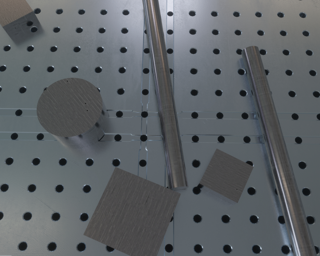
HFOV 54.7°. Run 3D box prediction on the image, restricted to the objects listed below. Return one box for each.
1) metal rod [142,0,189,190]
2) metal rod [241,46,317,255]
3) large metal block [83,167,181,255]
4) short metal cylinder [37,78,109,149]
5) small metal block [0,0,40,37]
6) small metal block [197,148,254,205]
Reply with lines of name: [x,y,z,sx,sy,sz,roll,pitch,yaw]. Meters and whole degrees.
metal rod: [0.004,-0.064,0.435,0.025,0.025,0.299,-7,70,-3]
metal rod: [0.151,0.026,0.403,0.025,0.025,0.299,-7,70,-3]
large metal block: [-0.029,0.102,0.361,0.080,0.050,0.080,21,71,7]
short metal cylinder: [-0.111,-0.018,0.404,0.081,0.050,0.080,0,70,0]
small metal block: [-0.224,-0.176,0.474,0.050,0.025,0.050,-34,74,-12]
small metal block: [0.082,0.062,0.390,0.050,0.025,0.050,27,72,9]
